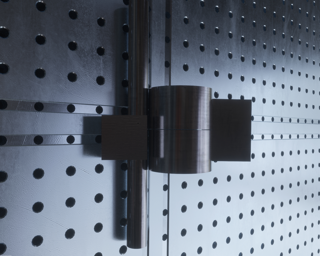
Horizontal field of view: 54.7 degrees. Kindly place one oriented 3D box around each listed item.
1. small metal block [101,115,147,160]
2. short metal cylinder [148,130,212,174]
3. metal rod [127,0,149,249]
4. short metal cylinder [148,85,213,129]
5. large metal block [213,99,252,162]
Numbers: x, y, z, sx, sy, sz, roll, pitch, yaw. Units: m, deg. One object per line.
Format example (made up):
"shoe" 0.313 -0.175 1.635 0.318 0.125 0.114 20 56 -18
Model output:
"small metal block" -0.041 0.011 0.356 0.050 0.025 0.050 0 89 -5
"short metal cylinder" 0.025 0.027 0.390 0.081 0.080 0.050 1 90 -40
"metal rod" -0.027 -0.005 0.381 0.025 0.025 0.298 1 90 -40
"short metal cylinder" 0.025 -0.023 0.390 0.081 0.080 0.050 1 90 -40
"large metal block" 0.090 0.003 0.435 0.050 0.080 0.079 1 90 -2
